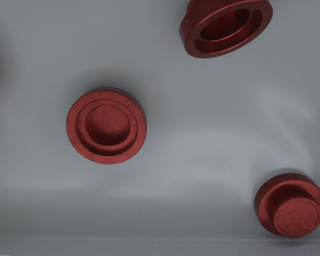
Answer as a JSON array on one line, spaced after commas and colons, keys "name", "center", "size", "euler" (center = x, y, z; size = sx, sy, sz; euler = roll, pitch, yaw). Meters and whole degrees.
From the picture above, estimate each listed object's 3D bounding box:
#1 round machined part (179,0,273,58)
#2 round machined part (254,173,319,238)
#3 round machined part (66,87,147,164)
[{"name": "round machined part", "center": [0.067, -0.121, 0.339], "size": [0.098, 0.098, 0.042], "euler": [-20, 74, 7]}, {"name": "round machined part", "center": [0.192, 0.118, 0.449], "size": [0.099, 0.042, 0.097], "euler": [0, 110, -1]}, {"name": "round machined part", "center": [-0.066, -0.006, 0.399], "size": [0.099, 0.042, 0.097], "euler": [0, 110, -1]}]
